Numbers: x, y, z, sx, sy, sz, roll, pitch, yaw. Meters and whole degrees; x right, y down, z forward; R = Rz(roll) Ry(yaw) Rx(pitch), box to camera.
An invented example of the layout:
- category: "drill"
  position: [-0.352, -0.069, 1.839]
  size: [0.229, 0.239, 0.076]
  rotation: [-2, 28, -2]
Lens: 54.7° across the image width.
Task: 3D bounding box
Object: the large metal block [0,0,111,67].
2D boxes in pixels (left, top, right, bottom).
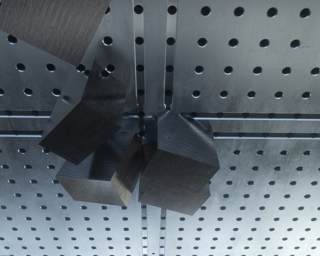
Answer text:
- category: "large metal block"
  position: [-0.096, -0.118, 0.293]
  size: [0.080, 0.050, 0.080]
  rotation: [25, 126, -20]

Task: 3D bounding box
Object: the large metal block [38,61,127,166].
- category: "large metal block"
  position: [-0.087, -0.017, 0.360]
  size: [0.050, 0.080, 0.080]
  rotation: [36, 121, -27]

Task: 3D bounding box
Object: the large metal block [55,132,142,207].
- category: "large metal block"
  position: [-0.072, 0.050, 0.403]
  size: [0.080, 0.080, 0.050]
  rotation: [0, 133, 25]

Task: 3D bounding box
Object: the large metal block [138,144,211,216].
- category: "large metal block"
  position: [0.018, 0.066, 0.432]
  size: [0.081, 0.080, 0.050]
  rotation: [19, 128, -16]

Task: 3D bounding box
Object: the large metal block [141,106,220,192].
- category: "large metal block"
  position: [0.024, 0.026, 0.399]
  size: [0.081, 0.080, 0.050]
  rotation: [19, 127, -16]
